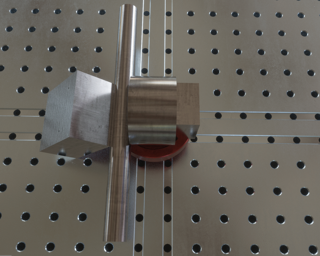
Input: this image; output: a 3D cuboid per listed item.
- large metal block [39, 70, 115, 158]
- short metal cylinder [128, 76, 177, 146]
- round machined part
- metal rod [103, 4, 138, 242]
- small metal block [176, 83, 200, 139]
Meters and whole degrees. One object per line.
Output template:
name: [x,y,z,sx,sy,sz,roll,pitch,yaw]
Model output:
large metal block: [-0.102,-0.013,0.380,0.050,0.080,0.080,18,64,-38]
short metal cylinder: [-0.008,-0.020,0.358,0.050,0.080,0.080,1,70,0]
round machined part: [-0.008,-0.003,0.402,0.099,0.042,0.098,0,70,-1]
metal rod: [-0.045,-0.022,0.375,0.025,0.025,0.299,1,70,0]
small metal block: [0.030,-0.019,0.361,0.025,0.050,0.050,1,70,0]
